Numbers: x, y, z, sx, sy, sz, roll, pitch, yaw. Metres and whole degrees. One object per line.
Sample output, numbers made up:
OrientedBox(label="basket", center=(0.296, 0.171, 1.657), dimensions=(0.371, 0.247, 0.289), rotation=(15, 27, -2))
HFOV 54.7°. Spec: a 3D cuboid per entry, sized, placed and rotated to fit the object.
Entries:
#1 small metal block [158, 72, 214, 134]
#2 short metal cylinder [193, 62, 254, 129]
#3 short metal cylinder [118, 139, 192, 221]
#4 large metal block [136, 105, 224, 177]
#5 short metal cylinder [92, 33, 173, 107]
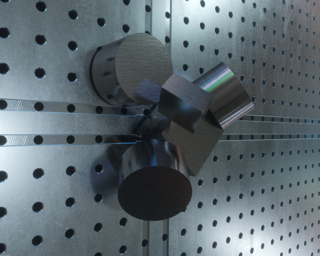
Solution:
OrientedBox(label="small metal block", center=(0.027, -0.027, 0.347), dimensions=(0.050, 0.050, 0.025), rotation=(33, 64, 12))
OrientedBox(label="short metal cylinder", center=(0.086, -0.045, 0.432), dimensions=(0.050, 0.080, 0.080), rotation=(-35, 118, 8))
OrientedBox(label="short metal cylinder", center=(-0.007, 0.060, 0.356), dimensions=(0.081, 0.050, 0.079), rotation=(-2, 121, -4))
OrientedBox(label="large metal block", center=(0.029, 0.005, 0.410), dimensions=(0.080, 0.050, 0.080), rotation=(52, 60, -28))
OrientedBox(label="short metal cylinder", center=(-0.031, -0.066, 0.363), dimensions=(0.081, 0.050, 0.079), rotation=(0, 90, -40))
